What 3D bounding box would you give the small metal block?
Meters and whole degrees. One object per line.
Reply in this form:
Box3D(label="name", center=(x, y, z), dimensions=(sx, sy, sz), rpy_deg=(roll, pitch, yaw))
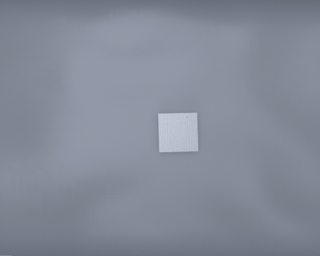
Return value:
Box3D(label="small metal block", center=(0.024, 0.006, 0.412), dimensions=(0.050, 0.025, 0.050), rpy_deg=(-2, 90, 0))
